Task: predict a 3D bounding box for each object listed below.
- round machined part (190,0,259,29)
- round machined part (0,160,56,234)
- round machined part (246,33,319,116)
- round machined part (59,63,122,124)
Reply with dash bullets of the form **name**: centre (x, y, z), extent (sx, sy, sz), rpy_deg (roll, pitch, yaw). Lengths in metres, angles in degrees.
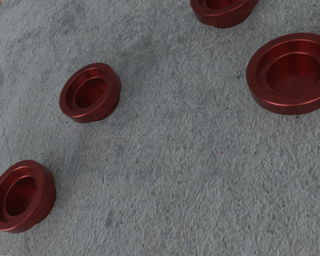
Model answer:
- **round machined part**: centre (0.098, -0.186, 0.456), extent (0.098, 0.042, 0.098), rpy_deg (-13, 56, 21)
- **round machined part**: centre (-0.186, 0.097, 0.431), extent (0.098, 0.042, 0.098), rpy_deg (-13, 56, 21)
- **round machined part**: centre (0.151, -0.056, 0.348), extent (0.098, 0.042, 0.098), rpy_deg (-13, 56, 21)
- **round machined part**: centre (-0.101, -0.049, 0.477), extent (0.098, 0.042, 0.098), rpy_deg (-13, 56, 21)
